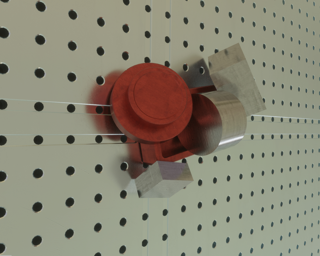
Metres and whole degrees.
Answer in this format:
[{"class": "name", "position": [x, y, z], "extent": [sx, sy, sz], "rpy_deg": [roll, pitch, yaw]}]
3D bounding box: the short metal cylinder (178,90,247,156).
[{"class": "short metal cylinder", "position": [0.065, -0.008, 0.407], "extent": [0.050, 0.080, 0.079], "rpy_deg": [-12, 98, -40]}]

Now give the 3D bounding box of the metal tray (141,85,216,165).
[{"class": "metal tray", "position": [0.031, -0.007, 0.429], "extent": [0.131, 0.030, 0.089], "rpy_deg": [-15, 100, -39]}]

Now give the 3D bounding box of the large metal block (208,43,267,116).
[{"class": "large metal block", "position": [0.111, -0.068, 0.456], "extent": [0.080, 0.050, 0.080], "rpy_deg": [59, 20, -24]}]

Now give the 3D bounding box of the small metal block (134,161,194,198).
[{"class": "small metal block", "position": [0.005, 0.066, 0.390], "extent": [0.050, 0.050, 0.025], "rpy_deg": [10, 50, -39]}]

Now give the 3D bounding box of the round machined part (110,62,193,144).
[{"class": "round machined part", "position": [-0.007, -0.032, 0.363], "extent": [0.099, 0.042, 0.098], "rpy_deg": [4, 75, -15]}]
